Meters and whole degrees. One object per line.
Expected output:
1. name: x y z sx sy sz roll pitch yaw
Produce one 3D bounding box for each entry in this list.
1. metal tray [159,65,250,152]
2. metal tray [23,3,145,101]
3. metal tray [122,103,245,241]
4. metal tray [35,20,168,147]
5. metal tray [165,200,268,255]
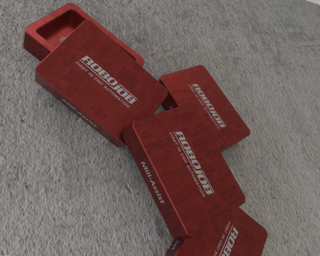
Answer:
1. metal tray: 0.060 -0.025 0.448 0.091 0.030 0.130 -23 74 -36
2. metal tray: -0.097 -0.098 0.407 0.130 0.030 0.090 38 51 -3
3. metal tray: 0.027 0.043 0.344 0.091 0.030 0.130 -19 76 -35
4. metal tray: -0.066 -0.050 0.367 0.130 0.030 0.090 41 67 -12
5. metal tray: 0.060 0.144 0.345 0.090 0.030 0.131 40 51 -1
